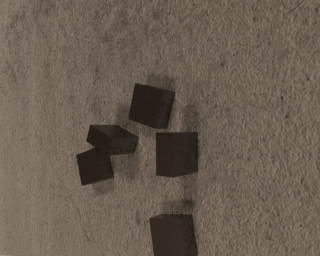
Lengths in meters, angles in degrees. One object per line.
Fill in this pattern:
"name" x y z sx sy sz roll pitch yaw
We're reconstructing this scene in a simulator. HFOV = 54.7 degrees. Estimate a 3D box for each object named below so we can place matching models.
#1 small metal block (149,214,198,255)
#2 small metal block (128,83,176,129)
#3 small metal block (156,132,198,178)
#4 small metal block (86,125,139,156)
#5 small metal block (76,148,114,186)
"small metal block" 0.016 0.137 0.390 0.050 0.025 0.050 -13 82 39
"small metal block" -0.012 -0.030 0.413 0.050 0.025 0.050 20 102 38
"small metal block" 0.021 0.030 0.370 0.025 0.050 0.050 0 90 40
"small metal block" -0.067 0.016 0.442 0.050 0.050 0.025 27 107 36
"small metal block" -0.103 0.060 0.487 0.050 0.025 0.050 -21 77 37
